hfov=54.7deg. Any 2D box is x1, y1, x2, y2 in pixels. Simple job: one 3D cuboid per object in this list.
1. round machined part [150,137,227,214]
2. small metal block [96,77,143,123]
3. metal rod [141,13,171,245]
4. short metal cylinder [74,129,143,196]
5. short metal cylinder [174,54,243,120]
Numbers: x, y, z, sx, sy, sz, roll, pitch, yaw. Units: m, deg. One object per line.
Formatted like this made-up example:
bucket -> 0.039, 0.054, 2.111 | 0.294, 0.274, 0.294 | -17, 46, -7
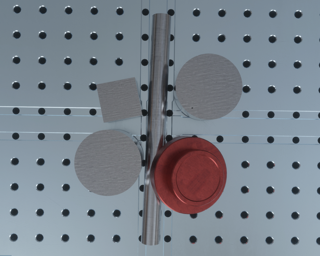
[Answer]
round machined part -> 0.041, 0.060, 0.389 | 0.099, 0.042, 0.097 | 0, 90, -16
small metal block -> -0.052, -0.036, 0.409 | 0.050, 0.025, 0.050 | -11, 90, 0
metal rod -> -0.005, 0.002, 0.409 | 0.025, 0.025, 0.298 | 3, 90, 0
short metal cylinder -> -0.062, 0.042, 0.396 | 0.081, 0.050, 0.079 | 0, 90, 0
short metal cylinder -> 0.059, -0.050, 0.397 | 0.081, 0.050, 0.079 | 0, 90, 0
